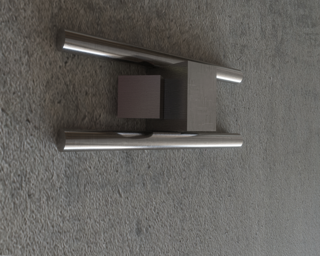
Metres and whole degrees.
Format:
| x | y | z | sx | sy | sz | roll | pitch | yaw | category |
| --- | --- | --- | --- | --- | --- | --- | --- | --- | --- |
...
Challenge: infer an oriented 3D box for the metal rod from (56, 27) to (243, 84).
| x | y | z | sx | sy | sz | roll | pitch | yaw | category |
| --- | --- | --- | --- | --- | --- | --- | --- | --- | --- |
| 0.012 | -0.089 | 0.418 | 0.302 | 0.025 | 0.025 | 2 | 89 | -40 | metal rod |

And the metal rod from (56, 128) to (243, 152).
| x | y | z | sx | sy | sz | roll | pitch | yaw | category |
| --- | --- | --- | --- | --- | --- | --- | --- | --- | --- |
| 0.012 | 0.017 | 0.419 | 0.302 | 0.025 | 0.025 | 2 | 89 | -40 | metal rod |

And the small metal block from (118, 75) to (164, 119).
| x | y | z | sx | sy | sz | roll | pitch | yaw | category |
| --- | --- | --- | --- | --- | --- | --- | --- | --- | --- |
| -0.022 | -0.036 | 0.371 | 0.025 | 0.050 | 0.050 | 3 | 89 | -80 | small metal block |

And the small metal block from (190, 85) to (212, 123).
| x | y | z | sx | sy | sz | roll | pitch | yaw | category |
| --- | --- | --- | --- | --- | --- | --- | --- | --- | --- |
| 0.057 | -0.033 | 0.438 | 0.025 | 0.050 | 0.050 | 0 | 89 | 2 | small metal block |

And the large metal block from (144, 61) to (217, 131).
| x | y | z | sx | sy | sz | roll | pitch | yaw | category |
| --- | --- | --- | --- | --- | --- | --- | --- | --- | --- |
| 0.024 | -0.036 | 0.396 | 0.050 | 0.080 | 0.079 | 1 | 90 | -40 | large metal block |
